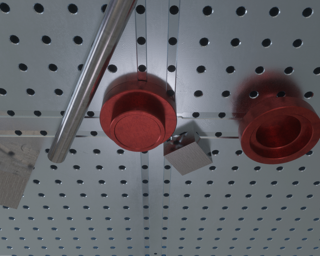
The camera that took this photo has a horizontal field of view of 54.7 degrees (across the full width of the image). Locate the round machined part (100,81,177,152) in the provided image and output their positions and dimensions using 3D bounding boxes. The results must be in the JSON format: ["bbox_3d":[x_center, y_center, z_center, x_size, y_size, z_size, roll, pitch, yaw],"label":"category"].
[{"bbox_3d":[-0.027,-0.007,0.394,0.099,0.042,0.097,0,130,0],"label":"round machined part"}]

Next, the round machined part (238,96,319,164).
[{"bbox_3d":[0.151,-0.001,0.401,0.099,0.042,0.097,0,130,0],"label":"round machined part"}]

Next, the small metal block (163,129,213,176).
[{"bbox_3d":[0.040,0.036,0.443,0.050,0.025,0.050,-27,125,21],"label":"small metal block"}]

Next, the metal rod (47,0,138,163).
[{"bbox_3d":[-0.080,-0.060,0.359,0.025,0.025,0.298,21,127,-17],"label":"metal rod"}]

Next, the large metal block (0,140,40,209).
[{"bbox_3d":[-0.232,0.065,0.448,0.080,0.050,0.080,22,127,-18],"label":"large metal block"}]
